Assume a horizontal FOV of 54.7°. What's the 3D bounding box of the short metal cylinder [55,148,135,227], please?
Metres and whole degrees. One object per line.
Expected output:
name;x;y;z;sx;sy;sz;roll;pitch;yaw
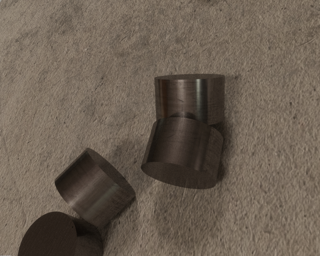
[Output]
short metal cylinder;-0.075;0.069;0.364;0.050;0.080;0.080;-45;51;-3

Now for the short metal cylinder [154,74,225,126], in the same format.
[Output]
short metal cylinder;0.035;-0.035;0.363;0.080;0.080;0.050;6;106;30

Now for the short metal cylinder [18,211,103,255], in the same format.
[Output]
short metal cylinder;-0.114;0.143;0.358;0.080;0.050;0.080;-13;56;20

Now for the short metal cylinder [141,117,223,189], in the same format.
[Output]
short metal cylinder;0.025;0.029;0.337;0.080;0.080;0.050;1;62;28
